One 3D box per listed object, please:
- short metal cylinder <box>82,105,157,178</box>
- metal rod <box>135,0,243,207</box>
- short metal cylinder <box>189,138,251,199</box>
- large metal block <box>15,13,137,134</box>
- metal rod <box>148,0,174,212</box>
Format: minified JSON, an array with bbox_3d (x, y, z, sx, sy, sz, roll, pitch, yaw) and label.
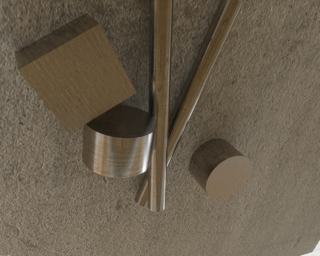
[{"bbox_3d":[-0.047,0.013,0.354,0.081,0.080,0.050,-5,121,-26],"label":"short metal cylinder"},{"bbox_3d":[0.030,-0.021,0.410,0.025,0.025,0.298,10,113,-33],"label":"metal rod"},{"bbox_3d":[0.092,0.063,0.480,0.081,0.050,0.079,-14,124,-21],"label":"short metal cylinder"},{"bbox_3d":[-0.083,-0.055,0.311,0.080,0.050,0.080,-33,129,-7],"label":"large metal block"},{"bbox_3d":[-0.001,-0.026,0.372,0.025,0.025,0.298,-10,117,-23],"label":"metal rod"}]
